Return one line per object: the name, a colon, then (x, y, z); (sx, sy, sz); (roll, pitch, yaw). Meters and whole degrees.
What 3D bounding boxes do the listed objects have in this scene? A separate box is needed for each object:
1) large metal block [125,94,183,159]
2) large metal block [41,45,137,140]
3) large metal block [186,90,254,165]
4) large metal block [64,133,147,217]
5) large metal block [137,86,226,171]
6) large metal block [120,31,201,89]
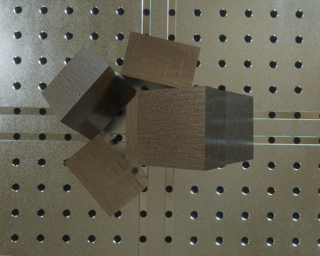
large metal block: (-0.001, -0.002, 0.401); (0.080, 0.050, 0.080); (1, 90, 0)
large metal block: (-0.088, -0.044, 0.379); (0.080, 0.080, 0.050); (-49, 134, 0)
large metal block: (0.075, 0.000, 0.378); (0.050, 0.080, 0.080); (0, 89, 38)
large metal block: (-0.062, 0.053, 0.384); (0.050, 0.080, 0.080); (-40, 91, 0)
large metal block: (0.023, 0.000, 0.332); (0.080, 0.050, 0.080); (0, 89, 34)
large metal block: (0.001, -0.075, 0.386); (0.080, 0.080, 0.050); (13, 90, 0)
